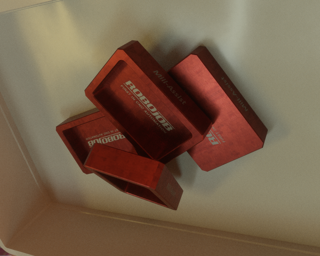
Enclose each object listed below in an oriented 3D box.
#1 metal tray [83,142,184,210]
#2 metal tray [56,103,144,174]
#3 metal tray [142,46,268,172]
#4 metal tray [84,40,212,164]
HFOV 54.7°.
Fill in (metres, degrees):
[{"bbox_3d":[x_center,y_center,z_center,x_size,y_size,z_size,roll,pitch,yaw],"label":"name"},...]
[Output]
[{"bbox_3d":[-0.027,0.065,0.393,0.090,0.030,0.130,14,160,20],"label":"metal tray"},{"bbox_3d":[-0.082,0.016,0.456,0.130,0.030,0.090,-16,111,34],"label":"metal tray"},{"bbox_3d":[0.052,-0.018,0.366,0.090,0.030,0.130,-32,101,38],"label":"metal tray"},{"bbox_3d":[-0.016,-0.023,0.358,0.130,0.030,0.090,47,132,-5],"label":"metal tray"}]
